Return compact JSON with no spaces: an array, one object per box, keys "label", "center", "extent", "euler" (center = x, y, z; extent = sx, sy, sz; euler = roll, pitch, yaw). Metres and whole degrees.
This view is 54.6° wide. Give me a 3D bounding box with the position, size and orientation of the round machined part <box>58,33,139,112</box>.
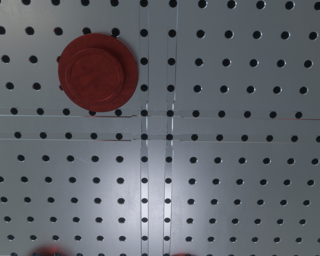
[{"label":"round machined part","center":[-0.076,-0.065,0.380],"extent":[0.099,0.042,0.097],"euler":[0,110,0]}]
